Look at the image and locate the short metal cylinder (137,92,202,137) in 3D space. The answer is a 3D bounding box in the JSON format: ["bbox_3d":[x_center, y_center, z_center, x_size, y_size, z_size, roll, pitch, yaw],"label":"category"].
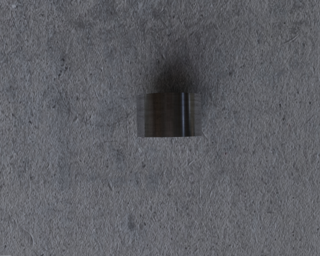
[{"bbox_3d":[0.011,-0.015,0.384,0.081,0.080,0.050,-1,90,-1],"label":"short metal cylinder"}]
